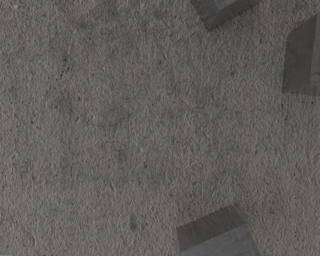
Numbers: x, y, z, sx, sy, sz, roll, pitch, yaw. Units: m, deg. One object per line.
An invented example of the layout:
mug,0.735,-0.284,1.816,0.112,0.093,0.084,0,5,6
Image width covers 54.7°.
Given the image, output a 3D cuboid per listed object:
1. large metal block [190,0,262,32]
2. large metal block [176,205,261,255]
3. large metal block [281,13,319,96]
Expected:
large metal block,0.089,-0.172,0.383,0.080,0.080,0.050,-30,90,0
large metal block,0.069,0.144,0.383,0.080,0.080,0.050,-24,90,0
large metal block,0.195,-0.085,0.384,0.050,0.080,0.080,6,90,0
